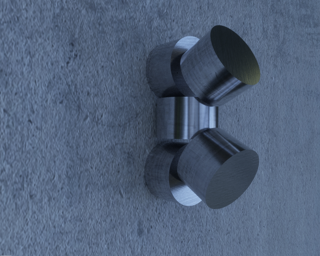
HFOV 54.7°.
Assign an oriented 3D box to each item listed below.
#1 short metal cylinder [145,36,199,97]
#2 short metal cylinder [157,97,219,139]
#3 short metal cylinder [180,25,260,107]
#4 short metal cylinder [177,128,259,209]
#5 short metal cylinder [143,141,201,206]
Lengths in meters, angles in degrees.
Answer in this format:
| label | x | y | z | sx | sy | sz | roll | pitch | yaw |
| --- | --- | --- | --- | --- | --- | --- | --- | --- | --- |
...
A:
| label | x | y | z | sx | sy | sz | roll | pitch | yaw |
| --- | --- | --- | --- | --- | --- | --- | --- | --- | --- |
| short metal cylinder | 0.027 | -0.077 | 0.413 | 0.081 | 0.050 | 0.080 | 0 | 90 | -40 |
| short metal cylinder | 0.036 | -0.011 | 0.401 | 0.081 | 0.080 | 0.050 | 2 | 89 | -40 |
| short metal cylinder | 0.071 | -0.072 | 0.365 | 0.080 | 0.050 | 0.080 | 21 | 52 | -30 |
| short metal cylinder | 0.068 | 0.046 | 0.360 | 0.081 | 0.050 | 0.079 | -21 | 129 | -27 |
| short metal cylinder | 0.025 | 0.058 | 0.411 | 0.081 | 0.050 | 0.080 | 0 | 90 | -40 |
